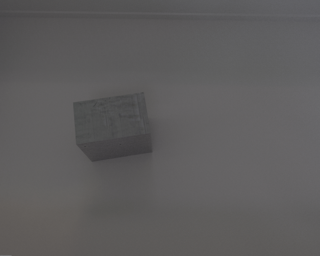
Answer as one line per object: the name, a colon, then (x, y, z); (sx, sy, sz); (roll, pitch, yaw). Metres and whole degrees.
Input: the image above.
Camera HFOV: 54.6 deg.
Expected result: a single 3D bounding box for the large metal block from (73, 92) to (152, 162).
large metal block: (-0.054, 0.002, 0.380); (0.080, 0.080, 0.050); (-9, 70, -3)
